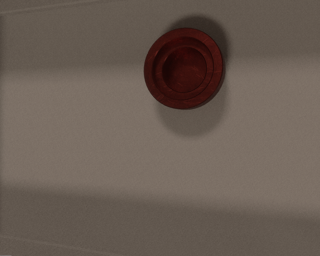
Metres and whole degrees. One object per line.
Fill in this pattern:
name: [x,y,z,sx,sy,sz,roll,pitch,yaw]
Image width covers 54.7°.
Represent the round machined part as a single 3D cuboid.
round machined part: [0.033,-0.071,0.389,0.098,0.042,0.097,0,90,19]
